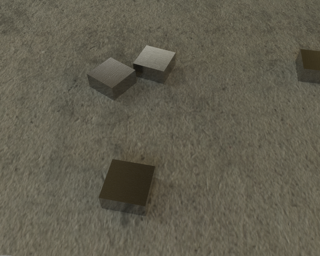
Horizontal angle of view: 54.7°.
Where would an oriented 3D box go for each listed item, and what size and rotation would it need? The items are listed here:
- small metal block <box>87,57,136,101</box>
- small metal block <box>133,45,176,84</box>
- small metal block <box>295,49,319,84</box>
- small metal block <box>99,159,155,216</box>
[{"bbox_3d":[-0.072,-0.075,0.465,0.050,0.025,0.050,31,56,23],"label":"small metal block"},{"bbox_3d":[-0.008,-0.101,0.488,0.050,0.025,0.050,18,52,14],"label":"small metal block"},{"bbox_3d":[0.245,-0.096,0.488,0.050,0.025,0.050,8,50,6],"label":"small metal block"},{"bbox_3d":[-0.035,0.066,0.347,0.050,0.025,0.050,9,51,7],"label":"small metal block"}]
